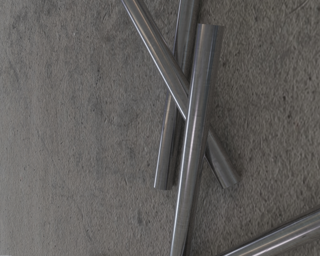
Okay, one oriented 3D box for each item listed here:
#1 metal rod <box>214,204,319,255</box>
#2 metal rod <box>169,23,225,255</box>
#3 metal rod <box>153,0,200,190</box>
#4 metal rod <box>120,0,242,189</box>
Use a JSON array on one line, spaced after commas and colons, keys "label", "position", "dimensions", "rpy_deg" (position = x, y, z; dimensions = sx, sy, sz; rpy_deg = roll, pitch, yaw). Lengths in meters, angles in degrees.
[{"label": "metal rod", "position": [0.103, 0.116, 0.304], "dimensions": [0.299, 0.025, 0.025], "rpy_deg": [-40, 66, 28]}, {"label": "metal rod", "position": [0.034, 0.043, 0.338], "dimensions": [0.025, 0.025, 0.298], "rpy_deg": [22, 115, 38]}, {"label": "metal rod", "position": [0.024, -0.070, 0.385], "dimensions": [0.025, 0.025, 0.298], "rpy_deg": [13, 98, 39]}, {"label": "metal rod", "position": [0.010, -0.070, 0.362], "dimensions": [0.025, 0.025, 0.299], "rpy_deg": [-33, 80, 35]}]
